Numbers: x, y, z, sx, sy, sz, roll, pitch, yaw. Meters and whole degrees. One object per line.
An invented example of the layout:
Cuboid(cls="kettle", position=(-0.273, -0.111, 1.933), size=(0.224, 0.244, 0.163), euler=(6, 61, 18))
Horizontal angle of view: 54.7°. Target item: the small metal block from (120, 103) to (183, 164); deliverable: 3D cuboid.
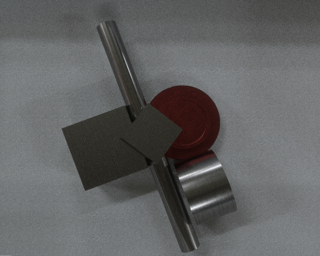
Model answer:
Cuboid(cls="small metal block", position=(-0.011, 0.007, 0.361), size=(0.050, 0.025, 0.050), euler=(38, 78, -7))

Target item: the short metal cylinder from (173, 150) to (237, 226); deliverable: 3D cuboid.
Cuboid(cls="short metal cylinder", position=(0.054, 0.073, 0.383), size=(0.050, 0.080, 0.080), euler=(-21, 90, 0))

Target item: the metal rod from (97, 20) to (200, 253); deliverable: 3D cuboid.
Cuboid(cls="metal rod", position=(-0.015, 0.011, 0.389), size=(0.025, 0.025, 0.299), euler=(-21, 90, 0))

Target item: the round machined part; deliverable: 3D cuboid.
Cuboid(cls="round machined part", position=(0.029, -0.007, 0.401), size=(0.099, 0.042, 0.097), euler=(0, 90, -1))

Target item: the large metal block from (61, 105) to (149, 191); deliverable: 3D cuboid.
Cuboid(cls="large metal block", position=(-0.066, 0.024, 0.394), size=(0.080, 0.050, 0.080), euler=(-20, 90, -1))
